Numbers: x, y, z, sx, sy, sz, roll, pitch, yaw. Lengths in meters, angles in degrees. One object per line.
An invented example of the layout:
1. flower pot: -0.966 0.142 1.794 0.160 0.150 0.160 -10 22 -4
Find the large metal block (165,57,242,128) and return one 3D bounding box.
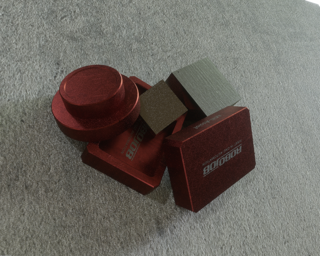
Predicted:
1. large metal block: 0.057 -0.047 0.449 0.081 0.050 0.080 -30 79 -38

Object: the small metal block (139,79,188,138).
1. small metal block: -0.002 -0.024 0.390 0.050 0.025 0.050 -38 85 -11

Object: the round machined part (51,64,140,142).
1. round machined part: -0.073 -0.035 0.349 0.099 0.042 0.098 -2 48 3

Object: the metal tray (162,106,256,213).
1. metal tray: 0.067 0.034 0.388 0.131 0.030 0.089 -25 112 -36

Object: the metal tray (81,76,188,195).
1. metal tray: -0.026 0.005 0.384 0.090 0.030 0.130 31 52 -9
